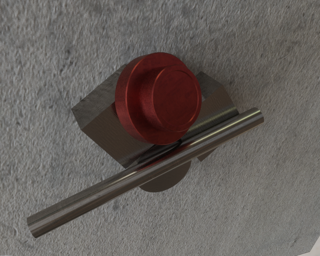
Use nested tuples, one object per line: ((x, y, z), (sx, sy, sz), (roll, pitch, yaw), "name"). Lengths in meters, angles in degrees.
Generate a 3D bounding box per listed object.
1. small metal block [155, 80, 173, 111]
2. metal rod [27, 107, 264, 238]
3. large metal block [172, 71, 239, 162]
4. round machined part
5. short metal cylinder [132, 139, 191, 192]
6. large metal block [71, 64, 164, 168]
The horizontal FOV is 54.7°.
((0.011, -0.054, 0.381), (0.050, 0.025, 0.050), (-40, 130, -1), "small metal block")
((-0.005, 0.046, 0.370), (0.302, 0.025, 0.025), (-25, 128, -13), "metal rod")
((0.055, -0.015, 0.415), (0.080, 0.050, 0.080), (-41, 130, 0), "large metal block")
((0.006, -0.030, 0.326), (0.099, 0.042, 0.097), (-3, 94, -40), "round machined part")
((-0.005, 0.039, 0.414), (0.081, 0.050, 0.079), (-14, 125, -21), "short metal cylinder")
((-0.041, -0.012, 0.362), (0.080, 0.050, 0.080), (-41, 130, -1), "large metal block")
